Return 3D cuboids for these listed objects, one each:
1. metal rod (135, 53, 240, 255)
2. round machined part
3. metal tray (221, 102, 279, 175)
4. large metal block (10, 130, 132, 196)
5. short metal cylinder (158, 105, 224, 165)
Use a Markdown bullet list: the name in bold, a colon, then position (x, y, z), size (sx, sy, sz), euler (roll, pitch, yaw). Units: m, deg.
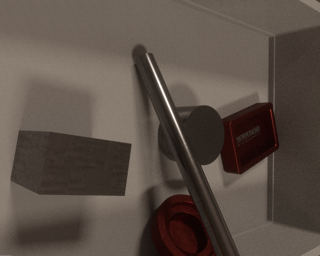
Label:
- **metal rod**: position (0.035, 0.046, 0.361), size (0.025, 0.025, 0.299), euler (-12, 74, -40)
- **round machined part**: position (0.032, 0.140, 0.404), size (0.099, 0.042, 0.098), euler (19, 41, -17)
- **metal tray**: position (0.155, 0.014, 0.536), size (0.131, 0.030, 0.089), euler (-22, 104, -38)
- **large metal block**: position (-0.087, 0.033, 0.300), size (0.081, 0.080, 0.050), euler (12, 83, -40)
- **short metal cylinder**: position (0.044, 0.009, 0.430), size (0.081, 0.050, 0.079), euler (0, 90, -40)
